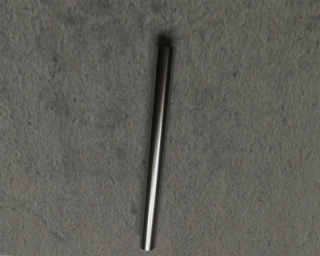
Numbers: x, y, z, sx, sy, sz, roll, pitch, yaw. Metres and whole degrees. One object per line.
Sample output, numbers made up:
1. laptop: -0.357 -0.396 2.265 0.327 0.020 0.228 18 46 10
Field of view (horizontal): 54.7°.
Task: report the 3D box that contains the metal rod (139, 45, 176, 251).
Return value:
1. metal rod: -0.006 0.040 0.424 0.025 0.025 0.298 4 110 -2
